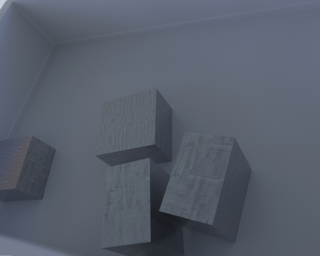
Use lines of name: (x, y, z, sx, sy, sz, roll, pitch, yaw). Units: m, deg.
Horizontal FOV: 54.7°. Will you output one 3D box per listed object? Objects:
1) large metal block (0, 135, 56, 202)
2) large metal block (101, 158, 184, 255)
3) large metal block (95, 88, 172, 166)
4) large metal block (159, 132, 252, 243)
large metal block: (-0.214, 0.063, 0.464, 0.080, 0.050, 0.080, -9, 58, 23)
large metal block: (-0.015, 0.088, 0.324, 0.050, 0.080, 0.080, -15, 56, 20)
large metal block: (-0.031, 0.004, 0.404, 0.080, 0.050, 0.080, -12, 57, 21)
large metal block: (0.050, 0.060, 0.307, 0.050, 0.080, 0.080, 6, 65, 31)
